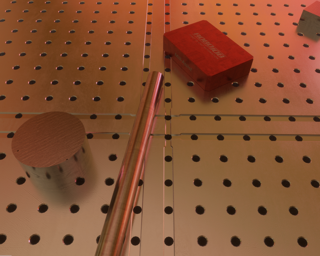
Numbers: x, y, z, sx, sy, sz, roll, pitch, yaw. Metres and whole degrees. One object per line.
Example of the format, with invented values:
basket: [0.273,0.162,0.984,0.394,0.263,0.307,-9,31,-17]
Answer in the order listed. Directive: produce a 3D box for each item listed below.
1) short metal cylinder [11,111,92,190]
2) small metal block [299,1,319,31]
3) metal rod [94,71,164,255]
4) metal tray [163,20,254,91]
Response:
short metal cylinder: [-0.125,0.026,0.368,0.081,0.050,0.080,0,50,0]
small metal block: [0.305,-0.214,0.592,0.050,0.025,0.050,-36,59,-26]
metal rod: [-0.031,0.036,0.376,0.025,0.025,0.300,8,50,6]
metal tray: [0.076,-0.124,0.509,0.091,0.030,0.130,-25,55,-20]
